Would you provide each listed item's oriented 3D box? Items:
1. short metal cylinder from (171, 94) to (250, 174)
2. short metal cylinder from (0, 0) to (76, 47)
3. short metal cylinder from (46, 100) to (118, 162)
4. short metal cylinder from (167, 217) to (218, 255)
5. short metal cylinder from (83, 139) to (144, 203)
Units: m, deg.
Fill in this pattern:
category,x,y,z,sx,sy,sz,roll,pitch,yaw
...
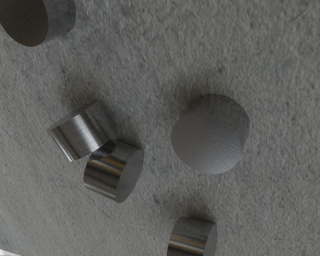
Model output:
category,x,y,z,sx,sy,sz,roll,pitch,yaw
short metal cylinder,0.060,0.007,0.362,0.080,0.050,0.079,13,124,20
short metal cylinder,-0.152,-0.146,0.378,0.080,0.050,0.079,13,124,20
short metal cylinder,-0.106,0.003,0.427,0.080,0.080,0.050,-19,109,35
short metal cylinder,0.049,0.175,0.453,0.050,0.080,0.079,8,122,24
short metal cylinder,-0.064,0.059,0.440,0.050,0.080,0.079,20,126,16
